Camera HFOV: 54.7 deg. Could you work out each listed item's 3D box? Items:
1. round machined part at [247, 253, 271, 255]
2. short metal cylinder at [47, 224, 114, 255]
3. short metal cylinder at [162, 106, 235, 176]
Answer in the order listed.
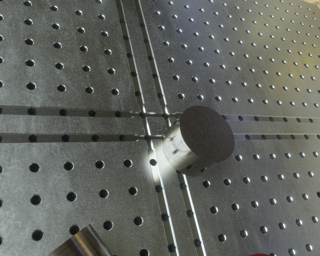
[{"bbox_3d":[0.124,0.192,0.346,0.099,0.042,0.098,14,56,-21],"label":"round machined part"},{"bbox_3d":[-0.076,0.126,0.255,0.081,0.080,0.050,-33,80,-38],"label":"short metal cylinder"},{"bbox_3d":[0.050,0.017,0.408,0.081,0.050,0.080,14,56,-21],"label":"short metal cylinder"}]
